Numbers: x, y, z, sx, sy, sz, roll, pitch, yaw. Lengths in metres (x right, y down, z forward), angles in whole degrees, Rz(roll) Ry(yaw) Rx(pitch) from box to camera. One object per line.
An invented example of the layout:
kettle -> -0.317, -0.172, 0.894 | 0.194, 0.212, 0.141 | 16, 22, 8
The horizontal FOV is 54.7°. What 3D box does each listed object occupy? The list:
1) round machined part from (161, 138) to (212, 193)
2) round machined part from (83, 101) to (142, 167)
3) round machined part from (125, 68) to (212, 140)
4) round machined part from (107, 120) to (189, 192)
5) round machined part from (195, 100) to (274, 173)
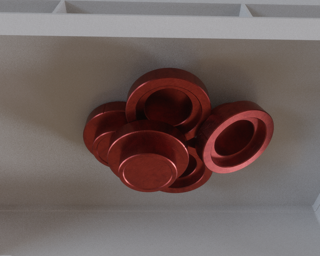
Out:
round machined part -> 0.022, 0.045, 0.434 | 0.099, 0.042, 0.097 | -1, 130, 0
round machined part -> -0.051, 0.016, 0.407 | 0.099, 0.042, 0.097 | -1, 130, 0
round machined part -> 0.010, -0.030, 0.371 | 0.099, 0.042, 0.097 | -1, 130, 0
round machined part -> -0.014, 0.040, 0.373 | 0.099, 0.042, 0.097 | -1, 130, 0
round machined part -> 0.088, 0.007, 0.389 | 0.099, 0.042, 0.097 | -13, 129, -16
